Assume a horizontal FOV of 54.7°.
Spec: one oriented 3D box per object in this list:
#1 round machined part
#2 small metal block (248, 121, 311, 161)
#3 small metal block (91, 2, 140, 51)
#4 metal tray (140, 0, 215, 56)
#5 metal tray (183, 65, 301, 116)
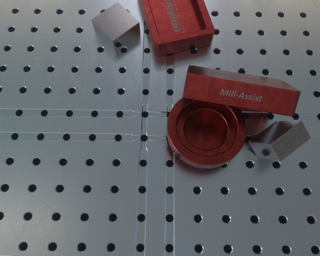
[{"bbox_3d":[0.058,0.005,0.401,0.099,0.042,0.098,0,70,0],"label":"round machined part"},{"bbox_3d":[0.149,0.015,0.391,0.050,0.050,0.025,-34,98,-12],"label":"small metal block"},{"bbox_3d":[-0.066,-0.153,0.467,0.050,0.025,0.050,-40,75,-13],"label":"small metal block"},{"bbox_3d":[0.021,-0.180,0.474,0.091,0.030,0.130,-13,71,-5],"label":"metal tray"},{"bbox_3d":[0.098,-0.051,0.396,0.131,0.090,0.030,10,108,3],"label":"metal tray"}]
